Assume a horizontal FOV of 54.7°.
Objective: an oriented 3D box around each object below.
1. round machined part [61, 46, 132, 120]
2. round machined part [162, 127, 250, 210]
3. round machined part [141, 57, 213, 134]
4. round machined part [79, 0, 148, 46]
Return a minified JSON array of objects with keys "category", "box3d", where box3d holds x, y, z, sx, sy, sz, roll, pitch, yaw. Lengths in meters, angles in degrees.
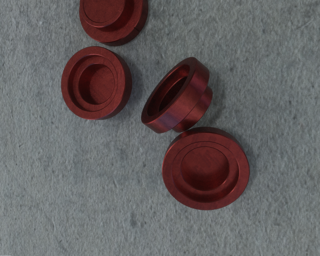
[{"category":"round machined part","box3d":[-0.083,-0.059,0.428,0.098,0.042,0.097,0,90,19]},{"category":"round machined part","box3d":[0.053,0.045,0.370,0.099,0.042,0.097,2,107,6]},{"category":"round machined part","box3d":[0.025,-0.033,0.371,0.042,0.098,0.098,37,104,-20]},{"category":"round machined part","box3d":[-0.069,-0.165,0.423,0.098,0.042,0.097,0,90,19]}]
